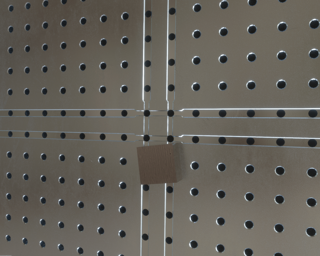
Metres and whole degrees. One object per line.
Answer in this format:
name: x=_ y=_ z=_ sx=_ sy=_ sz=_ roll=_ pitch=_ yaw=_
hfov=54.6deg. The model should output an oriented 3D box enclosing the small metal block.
small metal block: x=0.000 y=0.047 z=0.413 sx=0.050 sy=0.025 sz=0.050 roll=-7 pitch=88 yaw=20
